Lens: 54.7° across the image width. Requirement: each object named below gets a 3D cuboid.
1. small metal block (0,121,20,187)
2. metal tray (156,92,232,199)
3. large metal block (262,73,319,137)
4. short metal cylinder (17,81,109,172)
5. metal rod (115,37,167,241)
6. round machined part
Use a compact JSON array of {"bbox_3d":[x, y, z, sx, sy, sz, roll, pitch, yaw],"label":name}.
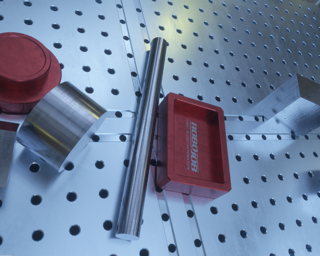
[{"bbox_3d":[-0.149,0.022,0.286,0.025,0.050,0.050,11,95,-22],"label":"small metal block"},{"bbox_3d":[0.044,0.022,0.414,0.091,0.030,0.130,15,56,-20],"label":"metal tray"},{"bbox_3d":[0.233,-0.035,0.519,0.080,0.080,0.050,20,54,-17],"label":"large metal block"},{"bbox_3d":[-0.098,-0.001,0.321,0.050,0.080,0.080,38,51,-3],"label":"short metal cylinder"},{"bbox_3d":[-0.017,-0.010,0.404,0.025,0.025,0.300,19,54,-17],"label":"metal rod"},{"bbox_3d":[-0.162,-0.069,0.352,0.099,0.042,0.098,14,56,-21],"label":"round machined part"}]
